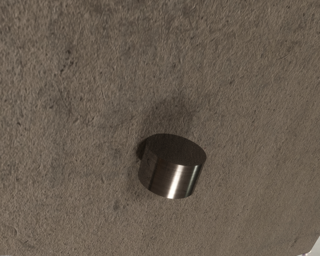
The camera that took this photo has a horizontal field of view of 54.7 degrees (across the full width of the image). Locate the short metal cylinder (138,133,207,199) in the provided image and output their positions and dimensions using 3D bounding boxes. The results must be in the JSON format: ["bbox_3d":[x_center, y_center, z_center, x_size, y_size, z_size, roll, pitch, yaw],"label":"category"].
[{"bbox_3d":[0.015,0.048,0.411,0.081,0.080,0.050,1,118,-30],"label":"short metal cylinder"}]
